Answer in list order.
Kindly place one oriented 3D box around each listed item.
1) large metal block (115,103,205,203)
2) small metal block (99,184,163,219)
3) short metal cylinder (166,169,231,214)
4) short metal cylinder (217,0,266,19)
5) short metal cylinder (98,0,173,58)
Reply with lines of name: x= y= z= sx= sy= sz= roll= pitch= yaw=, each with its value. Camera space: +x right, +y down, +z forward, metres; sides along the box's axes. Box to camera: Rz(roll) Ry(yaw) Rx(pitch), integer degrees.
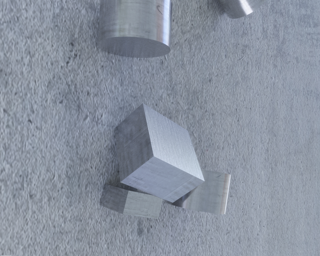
large metal block: x=-0.002 y=0.030 z=0.361 sx=0.080 sy=0.050 sz=0.080 roll=30 pitch=31 yaw=-36
small metal block: x=-0.034 y=0.085 z=0.360 sx=0.050 sy=0.050 sz=0.025 roll=21 pitch=77 yaw=-38
short metal cylinder: x=0.051 y=0.081 z=0.412 sx=0.081 sy=0.080 sz=0.050 roll=17 pitch=80 yaw=-39
short metal cylinder: x=0.125 y=-0.215 z=0.473 sx=0.050 sy=0.080 sz=0.080 roll=42 pitch=65 yaw=-32
short metal cylinder: x=-0.027 y=-0.113 z=0.346 sx=0.081 sy=0.080 sz=0.050 roll=4 pitch=87 yaw=-40
